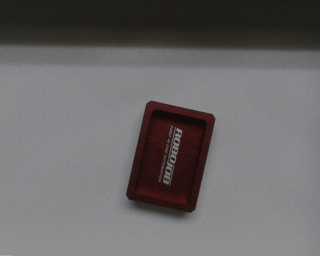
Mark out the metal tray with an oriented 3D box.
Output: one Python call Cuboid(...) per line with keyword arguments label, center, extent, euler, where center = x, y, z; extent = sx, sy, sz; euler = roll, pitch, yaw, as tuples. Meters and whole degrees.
Cuboid(label="metal tray", center=(0.014, 0.037, 0.409), extent=(0.091, 0.030, 0.129), euler=(13, 90, -1))
